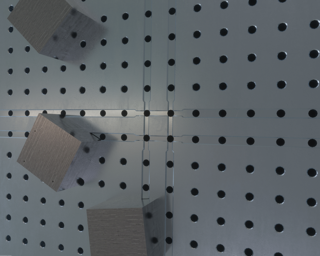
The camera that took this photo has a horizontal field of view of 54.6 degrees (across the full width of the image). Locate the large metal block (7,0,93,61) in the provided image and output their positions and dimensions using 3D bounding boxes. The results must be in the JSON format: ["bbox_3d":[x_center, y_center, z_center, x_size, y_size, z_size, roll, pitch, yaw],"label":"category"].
[{"bbox_3d":[-0.162,-0.161,0.457,0.080,0.050,0.080,46,104,14],"label":"large metal block"}]

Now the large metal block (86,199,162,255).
[{"bbox_3d":[-0.047,0.142,0.416,0.080,0.050,0.080,-7,88,20],"label":"large metal block"}]

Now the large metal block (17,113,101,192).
[{"bbox_3d":[-0.147,0.033,0.452,0.080,0.050,0.080,31,100,17],"label":"large metal block"}]
